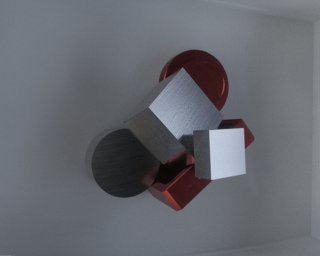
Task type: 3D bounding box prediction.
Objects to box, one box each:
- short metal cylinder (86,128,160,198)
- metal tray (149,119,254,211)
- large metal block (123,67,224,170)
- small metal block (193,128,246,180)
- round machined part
[{"bbox_3d":[-0.047,0.040,0.379,0.081,0.050,0.079,0,90,-21],"label":"short metal cylinder"},{"bbox_3d":[0.044,0.040,0.391,0.131,0.090,0.030,-40,102,-16],"label":"metal tray"},{"bbox_3d":[0.019,-0.010,0.365,0.080,0.050,0.080,48,50,-14],"label":"large metal block"},{"bbox_3d":[0.064,0.026,0.332,0.050,0.025,0.050,-3,91,-33],"label":"small metal block"},{"bbox_3d":[0.052,-0.058,0.420,0.099,0.042,0.097,0,90,-21],"label":"round machined part"}]
